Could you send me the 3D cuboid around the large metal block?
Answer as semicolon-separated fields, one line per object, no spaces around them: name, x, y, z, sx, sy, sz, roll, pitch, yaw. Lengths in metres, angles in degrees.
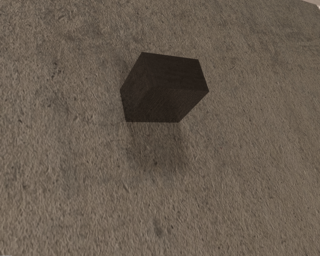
large metal block;0.003;-0.048;0.401;0.081;0.080;0.050;0;62;-28
